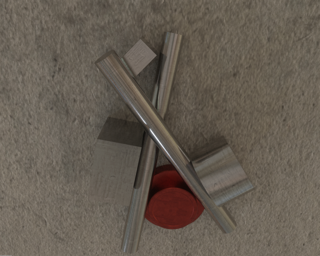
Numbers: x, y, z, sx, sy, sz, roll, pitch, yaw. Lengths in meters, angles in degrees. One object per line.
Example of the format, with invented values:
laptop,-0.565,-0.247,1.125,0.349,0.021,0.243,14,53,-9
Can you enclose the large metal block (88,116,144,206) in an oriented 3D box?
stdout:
large metal block,-0.054,0.039,0.396,0.050,0.080,0.079,11,110,-5

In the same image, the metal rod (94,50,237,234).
metal rod,0.021,0.035,0.388,0.025,0.025,0.299,-31,116,10

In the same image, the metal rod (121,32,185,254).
metal rod,-0.013,0.029,0.405,0.025,0.025,0.298,11,104,-5

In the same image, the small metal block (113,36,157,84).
small metal block,-0.030,-0.080,0.367,0.050,0.050,0.025,-43,105,14

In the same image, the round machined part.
round machined part,0.017,0.104,0.441,0.099,0.042,0.097,0,110,-1

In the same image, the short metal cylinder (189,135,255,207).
short metal cylinder,0.081,0.056,0.404,0.050,0.080,0.080,-30,108,10
